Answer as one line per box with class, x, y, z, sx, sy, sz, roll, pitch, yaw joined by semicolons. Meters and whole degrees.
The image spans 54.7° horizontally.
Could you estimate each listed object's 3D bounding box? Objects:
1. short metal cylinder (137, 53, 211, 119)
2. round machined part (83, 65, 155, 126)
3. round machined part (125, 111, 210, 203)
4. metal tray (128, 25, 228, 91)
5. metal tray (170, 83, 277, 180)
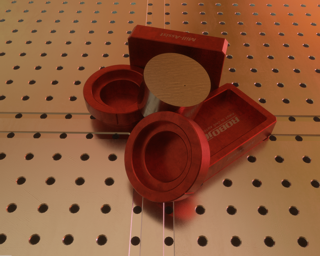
short metal cylinder;0.016;-0.045;0.381;0.081;0.050;0.080;7;58;-10
round machined part;-0.053;-0.041;0.431;0.099;0.042;0.098;0;50;0
round machined part;0.011;0.033;0.347;0.098;0.042;0.097;-6;79;32
metal tray;0.023;-0.091;0.442;0.131;0.089;0.030;12;51;9
metal tray;0.073;0.000;0.404;0.131;0.030;0.090;-30;56;-23
